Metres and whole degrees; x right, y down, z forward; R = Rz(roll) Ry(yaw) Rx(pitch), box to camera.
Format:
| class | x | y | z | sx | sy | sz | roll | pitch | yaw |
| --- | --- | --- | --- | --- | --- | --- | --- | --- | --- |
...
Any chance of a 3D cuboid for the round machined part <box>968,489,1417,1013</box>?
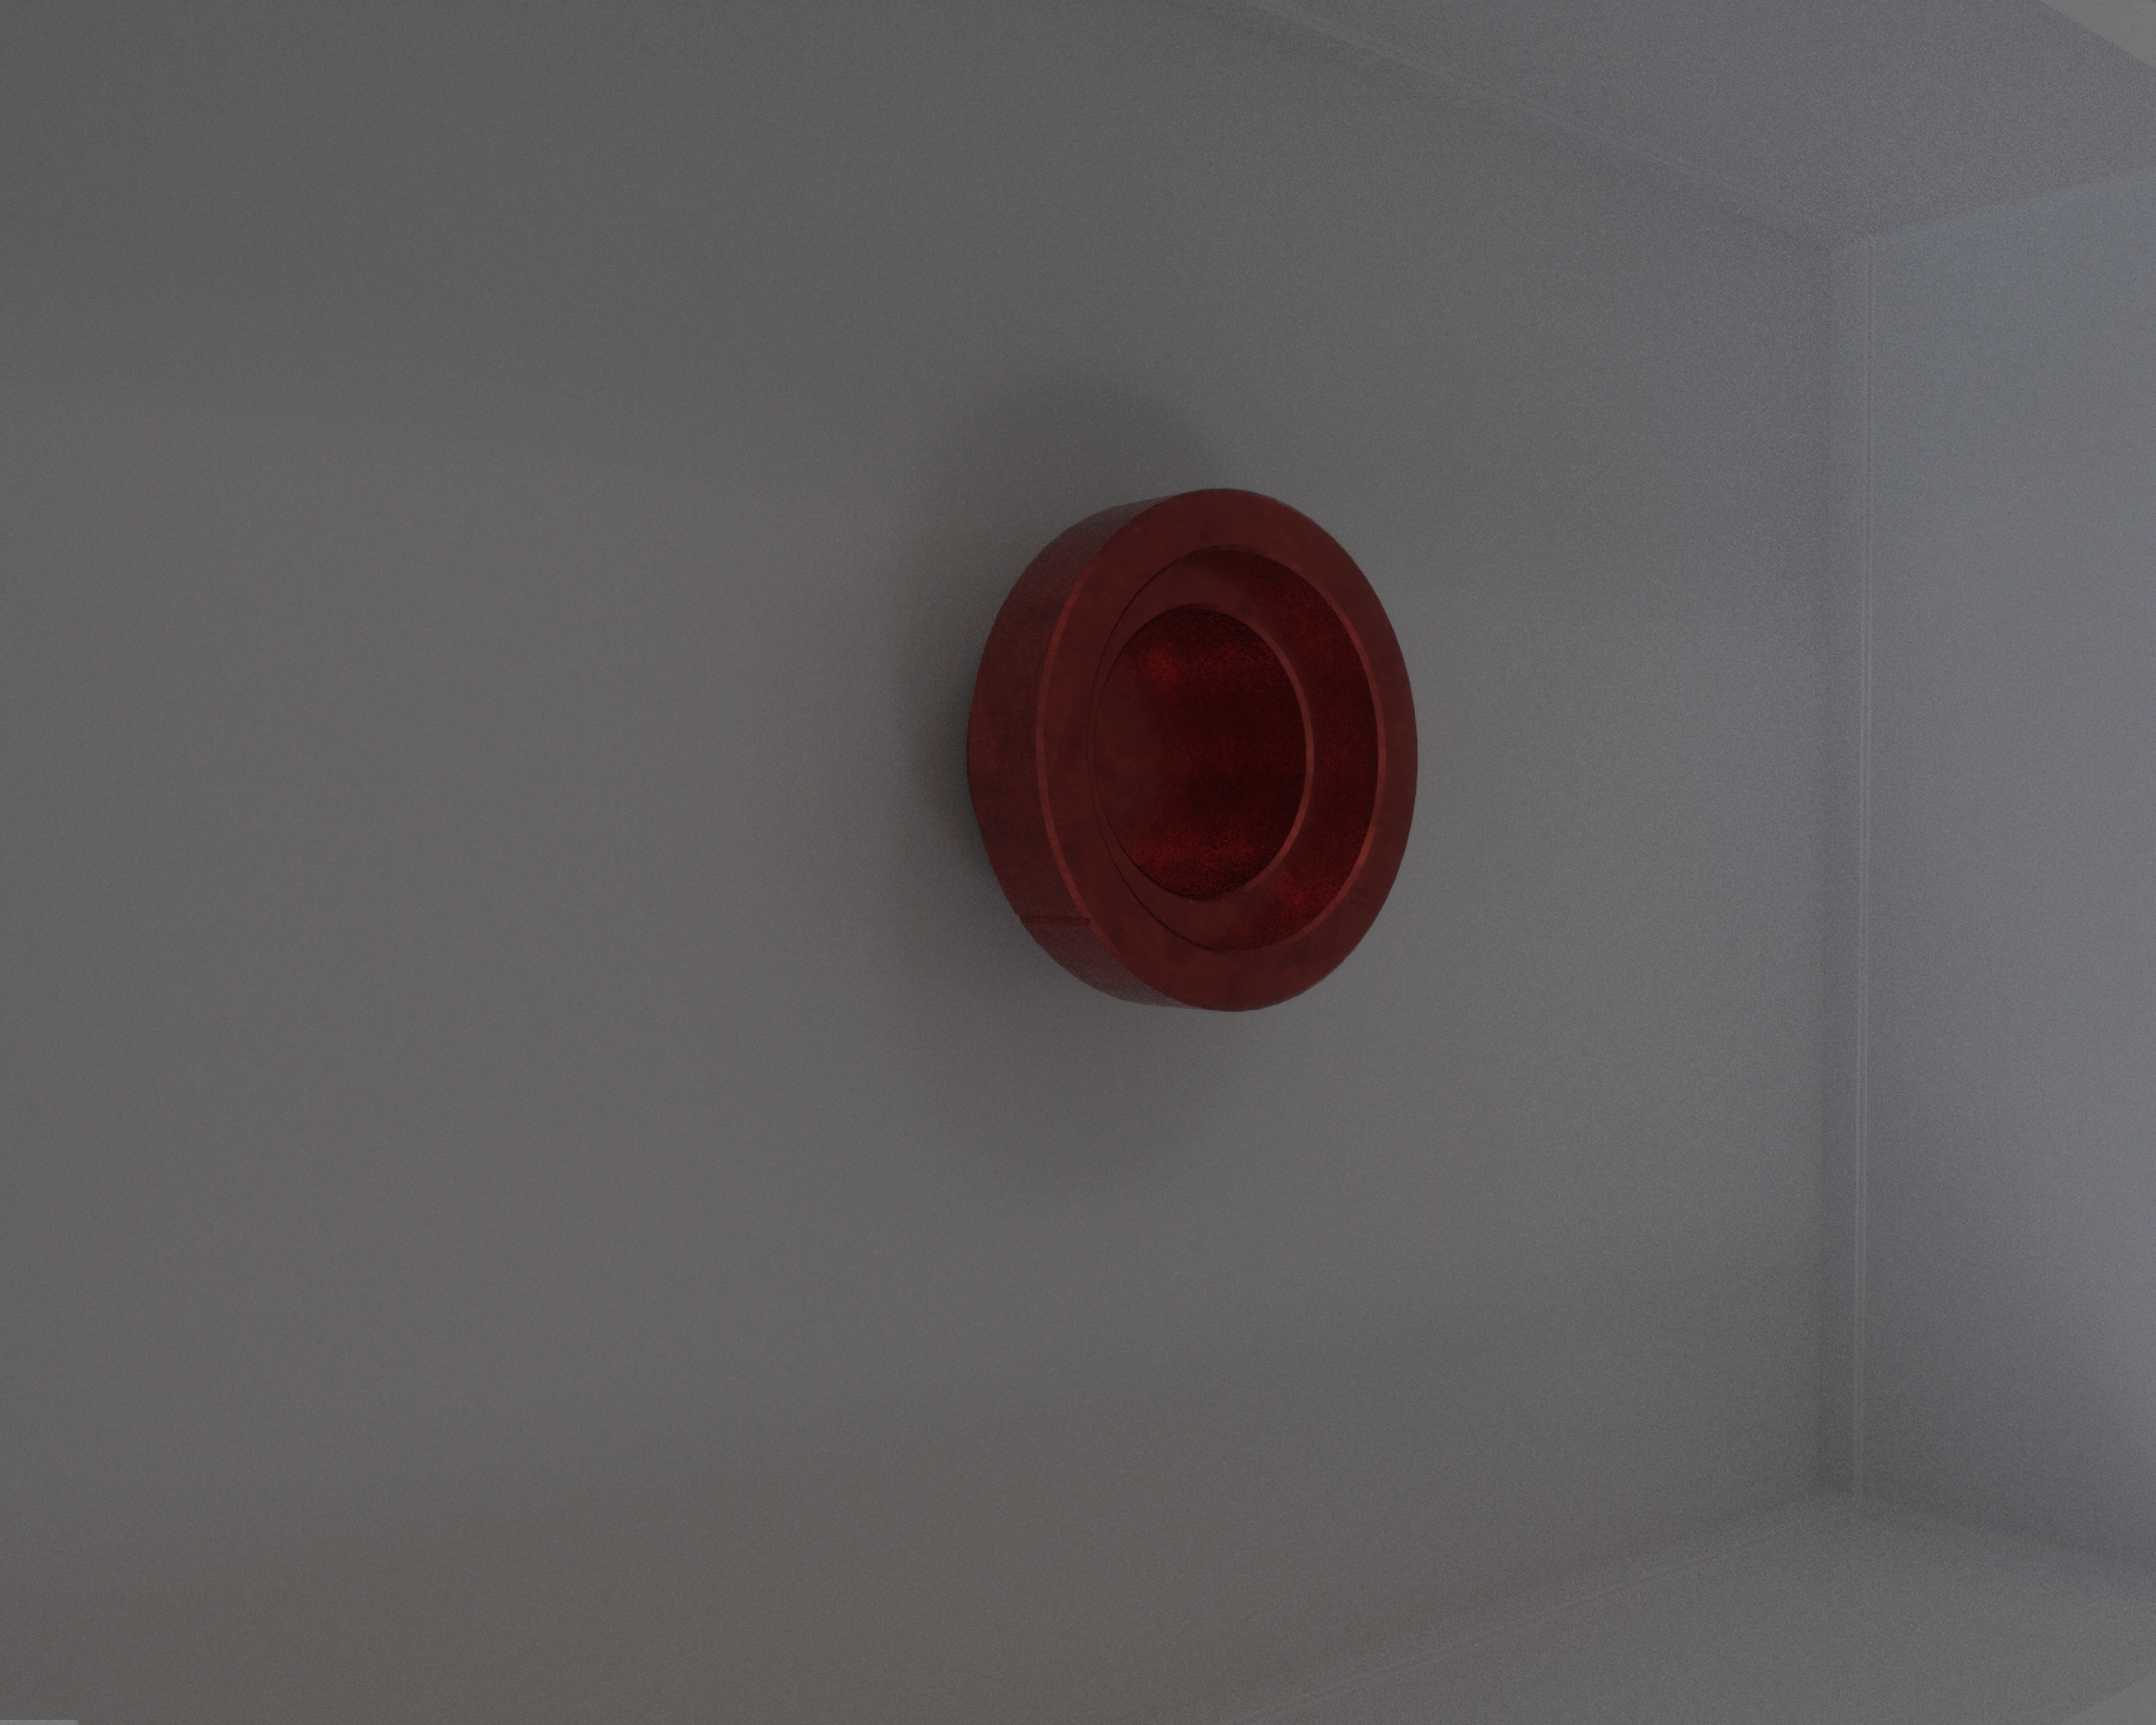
| class | x | y | z | sx | sy | sz | roll | pitch | yaw |
| --- | --- | --- | --- | --- | --- | --- | --- | --- | --- |
| round machined part | 0.018 | -0.021 | 0.405 | 0.099 | 0.042 | 0.097 | 0 | 90 | -40 |
